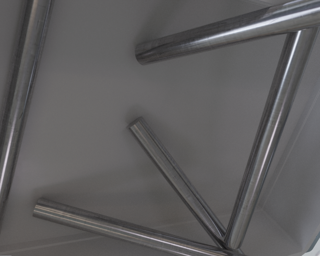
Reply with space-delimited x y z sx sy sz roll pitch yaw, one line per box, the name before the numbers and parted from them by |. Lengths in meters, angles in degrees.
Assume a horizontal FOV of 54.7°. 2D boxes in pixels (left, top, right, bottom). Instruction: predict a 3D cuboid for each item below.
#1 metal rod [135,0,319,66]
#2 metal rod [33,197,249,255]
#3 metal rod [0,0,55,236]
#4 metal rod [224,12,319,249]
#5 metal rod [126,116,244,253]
metal rod | 0.099 -0.090 0.260 0.025 0.300 0.025 6 83 -52
metal rod | -0.012 0.146 0.408 0.302 0.025 0.025 18 111 -7
metal rod | -0.157 0.006 0.326 0.025 0.025 0.298 9 114 -32
metal rod | 0.114 0.029 0.345 0.025 0.025 0.298 -9 125 -24
metal rod | 0.053 0.110 0.427 0.025 0.025 0.299 -37 105 -4
